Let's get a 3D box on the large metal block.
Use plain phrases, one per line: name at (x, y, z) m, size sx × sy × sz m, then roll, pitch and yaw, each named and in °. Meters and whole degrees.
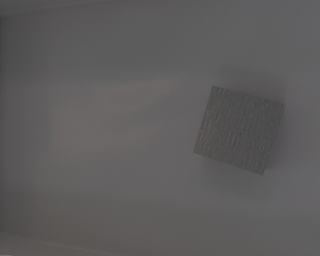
large metal block at (0.093, 0.001, 0.364) m, size 0.080 × 0.050 × 0.080 m, roll 18°, pitch 96°, yaw 19°
